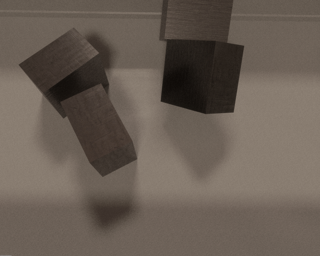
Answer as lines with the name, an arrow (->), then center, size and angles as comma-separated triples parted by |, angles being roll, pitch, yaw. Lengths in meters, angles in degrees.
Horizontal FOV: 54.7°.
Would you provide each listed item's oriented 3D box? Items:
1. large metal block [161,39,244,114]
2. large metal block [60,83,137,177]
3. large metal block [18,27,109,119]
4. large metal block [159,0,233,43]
large metal block -> 0.050, -0.065, 0.383 | 0.050, 0.080, 0.079 | -5, 107, -39
large metal block -> -0.071, 0.006, 0.377 | 0.050, 0.080, 0.080 | -27, 73, -10
large metal block -> -0.120, -0.069, 0.404 | 0.080, 0.080, 0.050 | -40, 75, -13
large metal block -> 0.046, -0.152, 0.402 | 0.081, 0.050, 0.079 | 4, 103, -9
